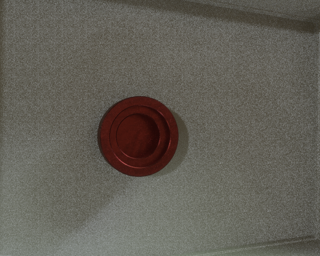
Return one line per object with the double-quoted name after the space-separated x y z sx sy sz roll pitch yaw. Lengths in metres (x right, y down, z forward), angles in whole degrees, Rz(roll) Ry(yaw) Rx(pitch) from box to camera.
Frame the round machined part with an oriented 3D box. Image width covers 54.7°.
-0.030 0.010 0.391 0.099 0.042 0.097 0 90 -21 "round machined part"
